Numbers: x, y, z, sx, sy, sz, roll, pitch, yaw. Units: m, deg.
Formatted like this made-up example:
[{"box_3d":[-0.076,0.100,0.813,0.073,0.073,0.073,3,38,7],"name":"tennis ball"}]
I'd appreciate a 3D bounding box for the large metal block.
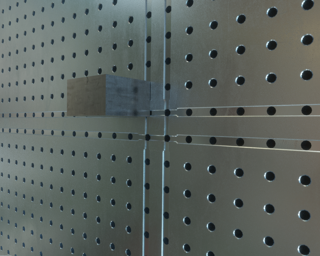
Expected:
[{"box_3d":[-0.071,-0.041,0.430,0.080,0.081,0.050,1,91,39],"name":"large metal block"}]
